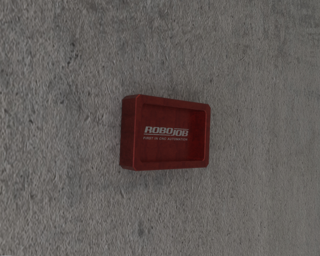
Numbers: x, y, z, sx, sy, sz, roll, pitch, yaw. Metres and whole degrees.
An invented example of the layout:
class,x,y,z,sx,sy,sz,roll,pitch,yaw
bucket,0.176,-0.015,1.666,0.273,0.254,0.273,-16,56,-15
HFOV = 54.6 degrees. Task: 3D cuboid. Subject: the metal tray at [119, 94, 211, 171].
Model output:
class,x,y,z,sx,sy,sz,roll,pitch,yaw
metal tray,0.011,0.008,0.409,0.131,0.030,0.090,4,88,-40
